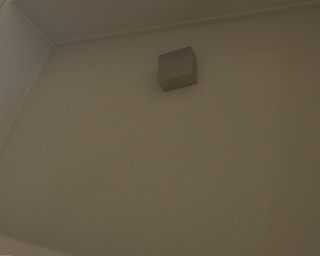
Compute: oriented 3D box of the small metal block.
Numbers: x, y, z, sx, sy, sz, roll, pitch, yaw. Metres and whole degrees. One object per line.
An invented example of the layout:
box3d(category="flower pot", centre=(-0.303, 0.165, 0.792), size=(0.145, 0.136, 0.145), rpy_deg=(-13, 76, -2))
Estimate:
box3d(category="small metal block", centre=(0.025, -0.084, 0.443), size=(0.050, 0.025, 0.050), rpy_deg=(-12, 57, 21))
